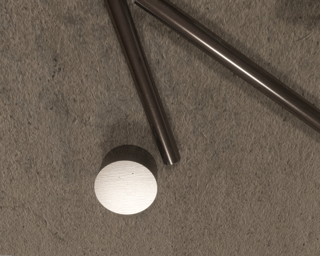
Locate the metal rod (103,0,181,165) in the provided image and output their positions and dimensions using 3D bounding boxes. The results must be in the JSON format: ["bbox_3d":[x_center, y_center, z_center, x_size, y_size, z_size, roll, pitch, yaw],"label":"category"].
[{"bbox_3d":[-0.031,-0.088,0.376,0.025,0.025,0.298,-18,110,6],"label":"metal rod"}]

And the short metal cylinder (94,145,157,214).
[{"bbox_3d":[-0.044,0.069,0.421,0.081,0.050,0.079,0,110,-1],"label":"short metal cylinder"}]

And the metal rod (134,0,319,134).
[{"bbox_3d":[0.102,-0.076,0.383,0.301,0.025,0.025,32,107,-12],"label":"metal rod"}]
